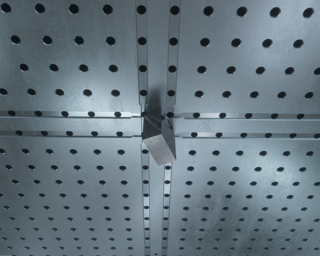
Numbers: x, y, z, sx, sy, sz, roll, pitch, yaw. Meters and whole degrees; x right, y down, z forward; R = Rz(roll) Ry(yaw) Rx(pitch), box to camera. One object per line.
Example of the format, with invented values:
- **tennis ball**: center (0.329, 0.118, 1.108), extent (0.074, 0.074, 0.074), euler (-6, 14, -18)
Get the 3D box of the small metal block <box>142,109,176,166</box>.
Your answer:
- **small metal block**: center (0.000, 0.012, 0.405), extent (0.025, 0.050, 0.050), euler (-18, 128, 14)
